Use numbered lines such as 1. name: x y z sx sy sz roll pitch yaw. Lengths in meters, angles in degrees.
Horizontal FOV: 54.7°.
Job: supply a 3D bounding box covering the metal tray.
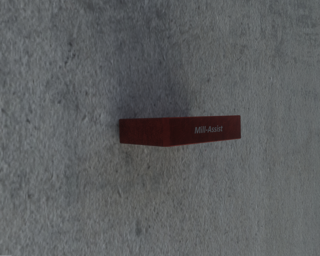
1. metal tray: 0.027 0.001 0.386 0.131 0.090 0.030 -3 93 -40
